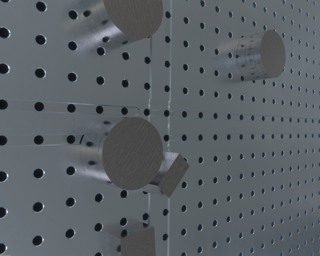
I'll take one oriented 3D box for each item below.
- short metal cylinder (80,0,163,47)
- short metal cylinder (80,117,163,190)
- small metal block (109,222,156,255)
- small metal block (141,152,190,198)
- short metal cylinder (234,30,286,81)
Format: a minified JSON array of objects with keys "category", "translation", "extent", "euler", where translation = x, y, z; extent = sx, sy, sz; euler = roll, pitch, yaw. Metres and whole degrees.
[{"category":"short metal cylinder","translation":[-0.043,-0.138,0.356],"extent":[0.081,0.050,0.079],"euler":[0,90,-40]},{"category":"short metal cylinder","translation":[-0.043,0.028,0.357],"extent":[0.081,0.050,0.079],"euler":[0,90,-40]},{"category":"small metal block","translation":[-0.033,0.150,0.382],"extent":[0.050,0.025,0.050],"euler":[-5,93,-40]},{"category":"small metal block","translation":[0.001,0.057,0.394],"extent":[0.025,0.050,0.050],"euler":[52,60,-28]},{"category":"short metal cylinder","translation":[0.175,-0.124,0.539],"extent":[0.081,0.050,0.079],"euler":[0,90,-40]}]
